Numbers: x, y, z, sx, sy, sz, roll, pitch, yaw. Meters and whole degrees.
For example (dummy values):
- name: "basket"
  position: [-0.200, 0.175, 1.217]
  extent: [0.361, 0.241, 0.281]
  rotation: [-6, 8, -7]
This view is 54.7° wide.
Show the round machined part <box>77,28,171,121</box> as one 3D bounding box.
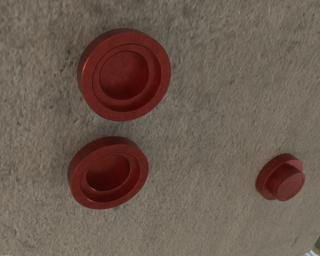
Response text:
- name: "round machined part"
  position: [-0.041, -0.060, 0.338]
  extent: [0.099, 0.042, 0.097]
  rotation: [-14, 125, -21]

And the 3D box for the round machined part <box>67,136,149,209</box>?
- name: "round machined part"
  position: [-0.068, 0.052, 0.392]
  extent: [0.099, 0.042, 0.097]
  rotation: [-14, 125, -21]

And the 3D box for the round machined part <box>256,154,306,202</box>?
- name: "round machined part"
  position: [0.236, 0.101, 0.590]
  extent: [0.099, 0.042, 0.097]
  rotation: [-14, 125, -21]
